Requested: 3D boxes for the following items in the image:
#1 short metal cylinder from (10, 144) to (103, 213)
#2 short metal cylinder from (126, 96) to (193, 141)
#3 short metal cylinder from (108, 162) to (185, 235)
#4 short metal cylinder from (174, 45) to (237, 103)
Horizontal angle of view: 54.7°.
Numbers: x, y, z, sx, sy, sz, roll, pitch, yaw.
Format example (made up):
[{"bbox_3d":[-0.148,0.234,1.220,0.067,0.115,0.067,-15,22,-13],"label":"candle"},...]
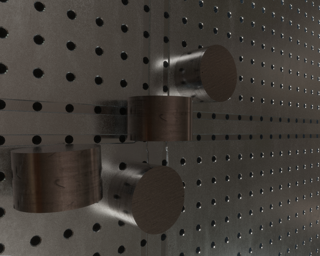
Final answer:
[{"bbox_3d":[-0.096,0.044,0.294,0.081,0.080,0.050,-4,93,-40],"label":"short metal cylinder"},{"bbox_3d":[0.000,-0.011,0.375,0.081,0.080,0.050,0,91,-40],"label":"short metal cylinder"},{"bbox_3d":[-0.016,0.084,0.382,0.081,0.050,0.079,0,90,-40],"label":"short metal cylinder"},{"bbox_3d":[0.067,-0.076,0.452,0.081,0.050,0.079,0,90,-40],"label":"short metal cylinder"}]
